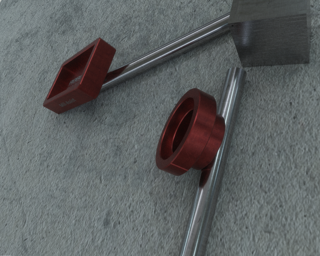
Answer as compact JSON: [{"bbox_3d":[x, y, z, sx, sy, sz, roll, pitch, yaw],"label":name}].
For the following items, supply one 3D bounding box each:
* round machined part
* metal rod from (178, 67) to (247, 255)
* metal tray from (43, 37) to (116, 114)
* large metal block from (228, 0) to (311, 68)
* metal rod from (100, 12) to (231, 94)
[{"bbox_3d":[0.036,0.008,0.346,0.097,0.042,0.098,-58,16,28],"label":"round machined part"},{"bbox_3d":[0.053,0.061,0.337,0.025,0.025,0.300,5,64,30],"label":"metal rod"},{"bbox_3d":[-0.128,-0.077,0.482,0.130,0.030,0.090,-13,53,47],"label":"metal tray"},{"bbox_3d":[0.135,-0.120,0.371,0.080,0.080,0.050,2,63,29],"label":"large metal block"},{"bbox_3d":[0.022,-0.119,0.463,0.301,0.025,0.025,-23,53,13],"label":"metal rod"}]
